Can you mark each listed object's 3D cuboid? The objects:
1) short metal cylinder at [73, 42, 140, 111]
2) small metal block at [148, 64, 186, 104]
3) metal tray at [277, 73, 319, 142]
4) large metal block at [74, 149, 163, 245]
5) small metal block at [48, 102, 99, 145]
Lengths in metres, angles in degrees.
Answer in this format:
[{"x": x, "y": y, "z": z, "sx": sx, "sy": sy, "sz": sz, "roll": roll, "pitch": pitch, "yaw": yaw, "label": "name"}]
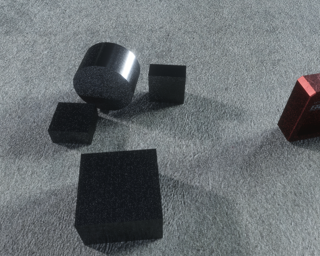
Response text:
[{"x": -0.071, "y": -0.069, "z": 0.425, "sx": 0.080, "sy": 0.080, "sz": 0.050, "roll": 7, "pitch": 51, "yaw": 5, "label": "short metal cylinder"}, {"x": 0.010, "y": -0.062, "z": 0.439, "sx": 0.050, "sy": 0.050, "sz": 0.025, "roll": 3, "pitch": 50, "yaw": 2, "label": "small metal block"}, {"x": 0.225, "y": -0.031, "z": 0.388, "sx": 0.131, "sy": 0.089, "sz": 0.030, "roll": -10, "pitch": 51, "yaw": -8, "label": "metal tray"}, {"x": -0.041, "y": 0.071, "z": 0.327, "sx": 0.081, "sy": 0.050, "sz": 0.080, "roll": -4, "pitch": 50, "yaw": -3, "label": "large metal block"}, {"x": -0.112, "y": -0.007, "z": 0.408, "sx": 0.050, "sy": 0.025, "sz": 0.050, "roll": 3, "pitch": 50, "yaw": 2, "label": "small metal block"}]
